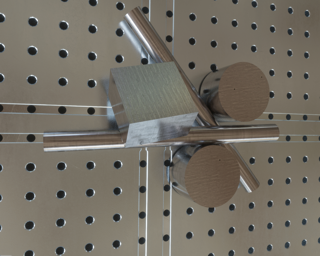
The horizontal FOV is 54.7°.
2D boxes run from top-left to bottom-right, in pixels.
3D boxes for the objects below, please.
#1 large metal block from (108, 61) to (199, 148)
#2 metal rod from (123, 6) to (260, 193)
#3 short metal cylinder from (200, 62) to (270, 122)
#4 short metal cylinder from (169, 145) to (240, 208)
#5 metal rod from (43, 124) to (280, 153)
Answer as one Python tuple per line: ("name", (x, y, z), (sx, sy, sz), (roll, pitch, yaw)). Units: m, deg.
("large metal block", (-0.012, -0.030, 0.372), (0.081, 0.050, 0.080), (-11, 59, -19))
("metal rod", (0.050, -0.030, 0.428), (0.025, 0.025, 0.299), (-40, 103, -16))
("short metal cylinder", (0.104, -0.048, 0.434), (0.081, 0.050, 0.079), (0, 90, -20))
("short metal cylinder", (0.059, 0.061, 0.418), (0.081, 0.050, 0.079), (0, 90, -20))
("metal rod", (0.013, 0.011, 0.396), (0.302, 0.025, 0.025), (-2, 91, -14))
